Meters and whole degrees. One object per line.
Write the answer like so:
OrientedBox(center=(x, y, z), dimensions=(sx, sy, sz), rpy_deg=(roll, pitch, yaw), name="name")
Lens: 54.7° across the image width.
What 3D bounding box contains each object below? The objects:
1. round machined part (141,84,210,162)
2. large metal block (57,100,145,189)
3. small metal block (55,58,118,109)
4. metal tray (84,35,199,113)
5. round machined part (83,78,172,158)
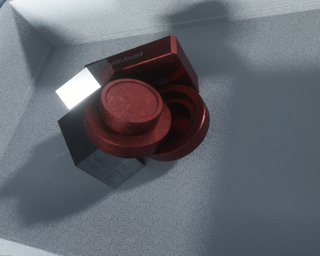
OrientedBox(center=(0.015, -0.003, 0.387), dimensions=(0.098, 0.042, 0.098), rpy_deg=(-13, 56, 20), name="round machined part")
OrientedBox(center=(-0.074, 0.020, 0.394), dimensions=(0.050, 0.080, 0.080), rpy_deg=(-38, 51, 3), name="large metal block")
OrientedBox(center=(-0.084, -0.052, 0.359), dimensions=(0.050, 0.025, 0.050), rpy_deg=(-30, 12, 24), name="small metal block")
OrientedBox(center=(-0.024, -0.063, 0.411), dimensions=(0.130, 0.090, 0.030), rpy_deg=(-14, 57, 20), name="metal tray")
OrientedBox(center=(-0.034, -0.018, 0.346), dimensions=(0.099, 0.042, 0.098), rpy_deg=(9, 48, -10), name="round machined part")
